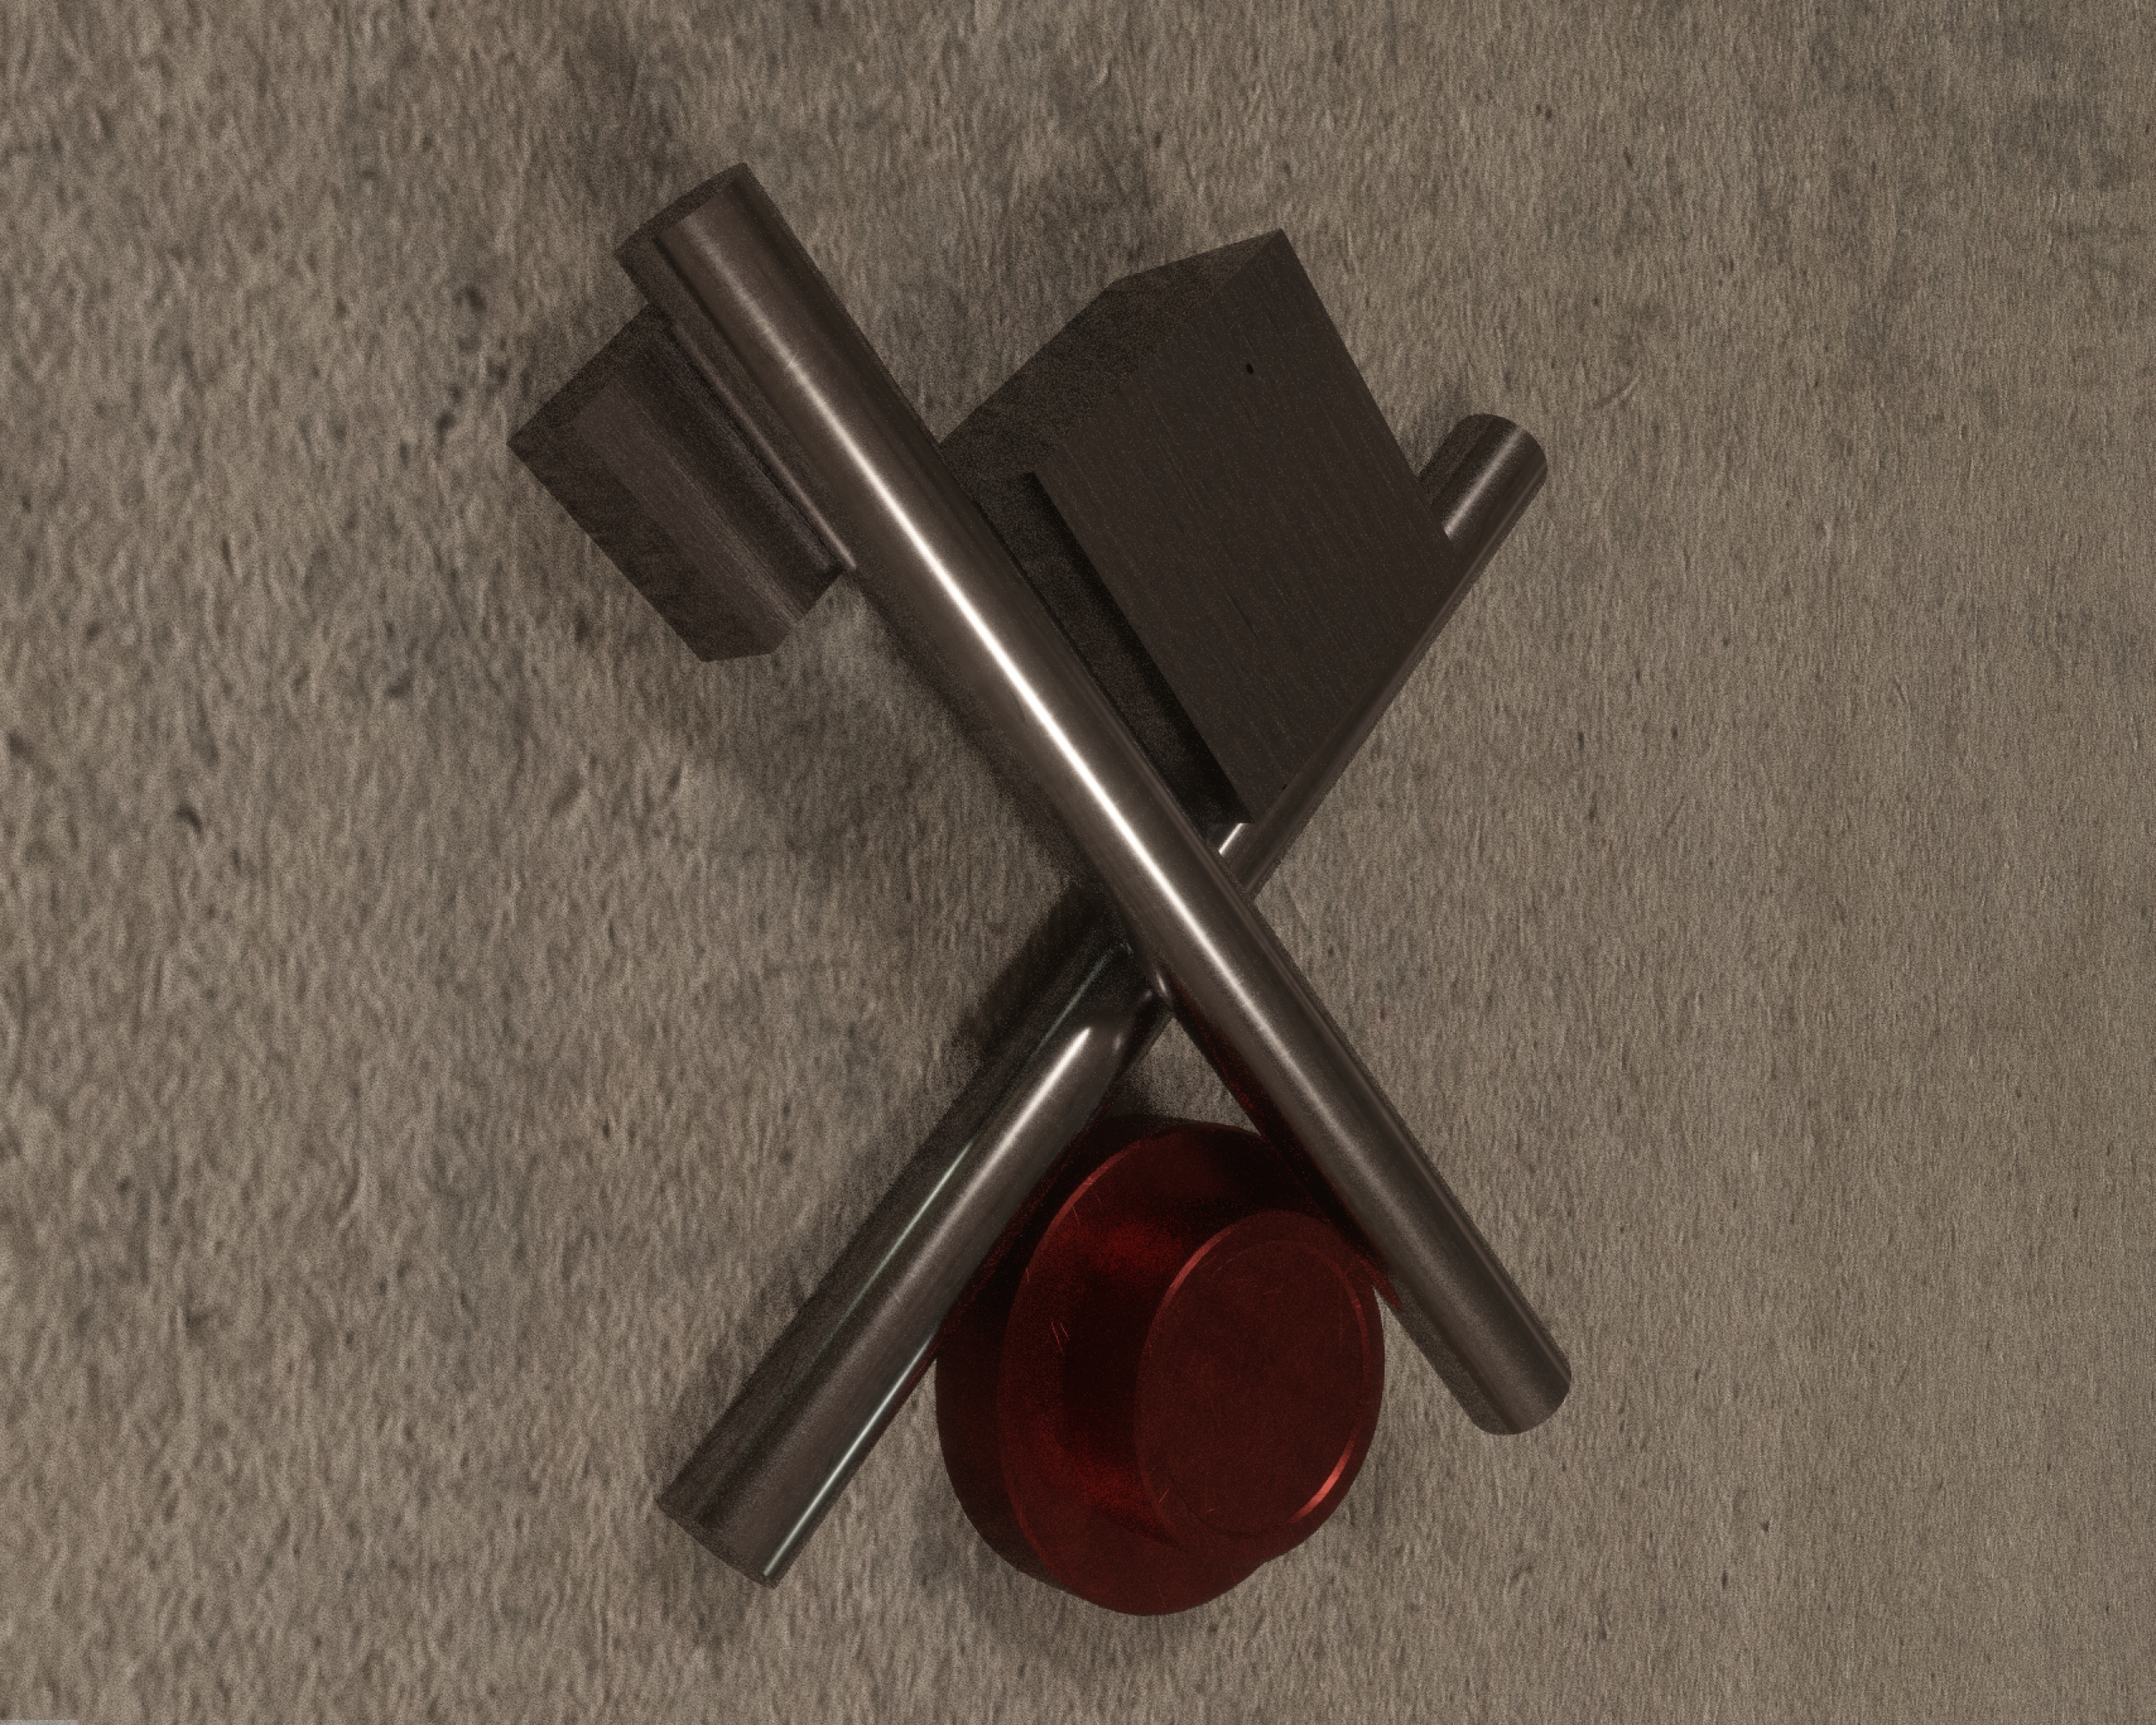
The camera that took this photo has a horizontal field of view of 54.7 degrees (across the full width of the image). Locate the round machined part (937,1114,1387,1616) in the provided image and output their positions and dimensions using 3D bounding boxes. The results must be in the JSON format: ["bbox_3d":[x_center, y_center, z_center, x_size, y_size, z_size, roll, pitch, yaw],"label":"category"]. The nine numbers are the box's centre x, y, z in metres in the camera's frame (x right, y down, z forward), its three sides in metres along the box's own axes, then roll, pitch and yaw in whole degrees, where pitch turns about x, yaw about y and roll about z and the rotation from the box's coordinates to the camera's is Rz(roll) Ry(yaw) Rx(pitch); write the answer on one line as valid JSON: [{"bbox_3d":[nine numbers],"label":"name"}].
[{"bbox_3d":[0.024,0.101,0.417,0.099,0.042,0.097,0,90,-40],"label":"round machined part"}]

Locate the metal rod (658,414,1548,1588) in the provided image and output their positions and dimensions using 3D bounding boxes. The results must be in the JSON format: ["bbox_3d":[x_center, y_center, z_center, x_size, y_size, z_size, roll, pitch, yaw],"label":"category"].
[{"bbox_3d":[0.019,0.011,0.426,0.025,0.025,0.301,53,59,-28],"label":"metal rod"}]

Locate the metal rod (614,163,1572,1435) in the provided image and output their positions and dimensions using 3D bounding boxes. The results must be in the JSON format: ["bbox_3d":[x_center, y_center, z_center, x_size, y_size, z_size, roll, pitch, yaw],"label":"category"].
[{"bbox_3d":[0.017,0.007,0.390,0.025,0.025,0.300,-51,120,-28],"label":"metal rod"}]

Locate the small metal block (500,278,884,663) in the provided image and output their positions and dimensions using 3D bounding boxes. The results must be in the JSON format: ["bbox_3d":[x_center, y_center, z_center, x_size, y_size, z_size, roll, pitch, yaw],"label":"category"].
[{"bbox_3d":[-0.060,-0.070,0.358,0.050,0.025,0.050,51,60,-28],"label":"small metal block"}]

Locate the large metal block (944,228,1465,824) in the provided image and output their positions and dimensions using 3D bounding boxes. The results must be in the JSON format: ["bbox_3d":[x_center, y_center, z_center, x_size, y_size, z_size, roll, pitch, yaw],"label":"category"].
[{"bbox_3d":[0.020,-0.064,0.410,0.080,0.050,0.080,-49,120,-29],"label":"large metal block"}]
